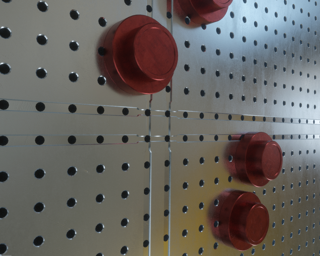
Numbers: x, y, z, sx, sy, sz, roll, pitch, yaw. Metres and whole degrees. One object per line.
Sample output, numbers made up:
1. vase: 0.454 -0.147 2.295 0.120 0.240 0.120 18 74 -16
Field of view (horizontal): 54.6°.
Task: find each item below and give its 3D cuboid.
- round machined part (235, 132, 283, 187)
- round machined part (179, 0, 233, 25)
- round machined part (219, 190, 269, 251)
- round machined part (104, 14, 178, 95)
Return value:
1. round machined part: 0.180 0.056 0.548 0.099 0.042 0.097 0 90 -40
2. round machined part: 0.073 -0.206 0.457 0.099 0.042 0.097 0 90 -40
3. round machined part: 0.147 0.156 0.520 0.099 0.042 0.097 0 90 -40
4. round machined part: -0.016 -0.091 0.384 0.099 0.042 0.097 0 90 -40
